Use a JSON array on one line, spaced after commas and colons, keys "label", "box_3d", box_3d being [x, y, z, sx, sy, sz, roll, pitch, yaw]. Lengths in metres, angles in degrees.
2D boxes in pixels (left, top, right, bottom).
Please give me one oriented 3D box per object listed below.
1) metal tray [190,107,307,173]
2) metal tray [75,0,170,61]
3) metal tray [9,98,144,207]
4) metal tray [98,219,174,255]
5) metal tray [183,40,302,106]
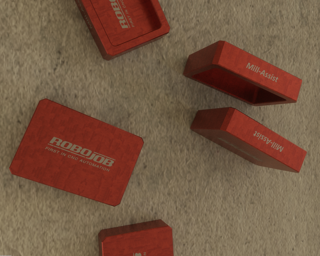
[{"label": "metal tray", "box_3d": [0.117, 0.016, 0.419, 0.131, 0.090, 0.030, 28, 81, -18]}, {"label": "metal tray", "box_3d": [-0.055, -0.162, 0.386, 0.091, 0.030, 0.129, -28, 100, -18]}, {"label": "metal tray", "box_3d": [-0.096, 0.031, 0.372, 0.131, 0.030, 0.090, 24, 82, -19]}, {"label": "metal tray", "box_3d": [-0.028, 0.192, 0.397, 0.091, 0.030, 0.129, -4, 91, -20]}, {"label": "metal tray", "box_3d": [0.108, -0.067, 0.415, 0.131, 0.090, 0.030, 20, 84, -19]}]
